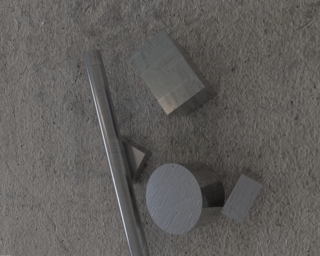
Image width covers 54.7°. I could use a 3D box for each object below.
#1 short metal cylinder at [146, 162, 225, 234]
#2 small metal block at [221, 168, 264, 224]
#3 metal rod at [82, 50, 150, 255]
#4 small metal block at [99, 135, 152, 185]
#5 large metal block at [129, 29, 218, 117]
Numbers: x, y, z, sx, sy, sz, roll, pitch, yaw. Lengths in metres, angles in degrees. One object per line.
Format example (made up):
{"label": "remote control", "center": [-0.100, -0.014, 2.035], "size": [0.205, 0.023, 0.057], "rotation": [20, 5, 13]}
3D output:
{"label": "short metal cylinder", "center": [0.030, 0.082, 0.372], "size": [0.080, 0.050, 0.080], "rotation": [-4, 84, 39]}
{"label": "small metal block", "center": [0.097, 0.077, 0.361], "size": [0.025, 0.050, 0.050], "rotation": [29, 99, 16]}
{"label": "metal rod", "center": [-0.055, 0.044, 0.401], "size": [0.025, 0.025, 0.298], "rotation": [-16, 85, 19]}
{"label": "small metal block", "center": [-0.047, 0.044, 0.426], "size": [0.050, 0.025, 0.050], "rotation": [29, 99, 17]}
{"label": "large metal block", "center": [0.019, -0.061, 0.373], "size": [0.050, 0.080, 0.080], "rotation": [-37, 78, 16]}
